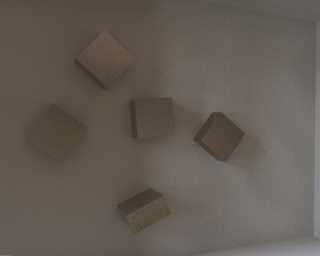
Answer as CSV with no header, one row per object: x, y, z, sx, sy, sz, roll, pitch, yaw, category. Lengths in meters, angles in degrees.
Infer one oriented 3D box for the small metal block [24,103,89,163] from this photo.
-0.121,0.006,0.366,0.050,0.025,0.050,39,78,-16,small metal block

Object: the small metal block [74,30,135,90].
-0.069,-0.083,0.385,0.050,0.025,0.050,44,76,-15,small metal block

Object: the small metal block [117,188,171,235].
-0.021,0.102,0.389,0.050,0.050,0.025,-25,99,-18,small metal block

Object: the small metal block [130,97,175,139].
-0.010,-0.013,0.407,0.050,0.025,0.050,-5,92,-20,small metal block

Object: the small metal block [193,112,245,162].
0.084,0.012,0.441,0.050,0.025,0.050,40,77,-16,small metal block
